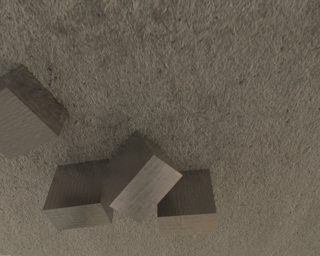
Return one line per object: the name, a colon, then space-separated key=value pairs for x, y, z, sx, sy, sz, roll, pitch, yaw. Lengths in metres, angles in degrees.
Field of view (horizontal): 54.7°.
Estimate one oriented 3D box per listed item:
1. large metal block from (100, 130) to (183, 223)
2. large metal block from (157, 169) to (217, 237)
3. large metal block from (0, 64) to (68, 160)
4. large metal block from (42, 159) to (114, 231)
large metal block: x=-0.028 y=0.060 z=0.404 sx=0.050 sy=0.080 sz=0.080 roll=38 pitch=95 yaw=-28
large metal block: x=0.039 y=0.111 z=0.466 sx=0.080 sy=0.080 sz=0.050 roll=-5 pitch=130 yaw=4
large metal block: x=-0.174 y=-0.017 z=0.374 sx=0.080 sy=0.050 sz=0.080 roll=-23 pitch=127 yaw=18
large metal block: x=-0.111 y=0.096 z=0.452 sx=0.080 sy=0.080 sz=0.050 roll=-9 pitch=130 yaw=7
